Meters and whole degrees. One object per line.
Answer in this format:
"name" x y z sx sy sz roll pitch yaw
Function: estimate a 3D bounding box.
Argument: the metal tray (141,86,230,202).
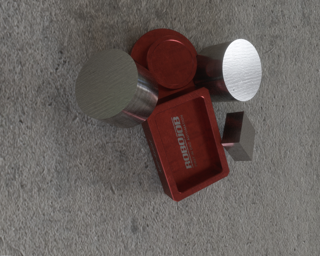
"metal tray" 0.034 0.020 0.408 0.091 0.030 0.129 -23 107 -19

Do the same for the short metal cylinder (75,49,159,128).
"short metal cylinder" -0.049 -0.043 0.356 0.050 0.080 0.080 26 78 -63

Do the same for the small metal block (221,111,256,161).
"small metal block" 0.111 0.012 0.433 0.050 0.025 0.050 47 49 -41

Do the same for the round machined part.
"round machined part" 0.009 -0.082 0.405 0.099 0.042 0.097 0 90 -20

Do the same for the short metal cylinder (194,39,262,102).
"short metal cylinder" 0.092 -0.075 0.420 0.081 0.050 0.079 -2 93 -38
